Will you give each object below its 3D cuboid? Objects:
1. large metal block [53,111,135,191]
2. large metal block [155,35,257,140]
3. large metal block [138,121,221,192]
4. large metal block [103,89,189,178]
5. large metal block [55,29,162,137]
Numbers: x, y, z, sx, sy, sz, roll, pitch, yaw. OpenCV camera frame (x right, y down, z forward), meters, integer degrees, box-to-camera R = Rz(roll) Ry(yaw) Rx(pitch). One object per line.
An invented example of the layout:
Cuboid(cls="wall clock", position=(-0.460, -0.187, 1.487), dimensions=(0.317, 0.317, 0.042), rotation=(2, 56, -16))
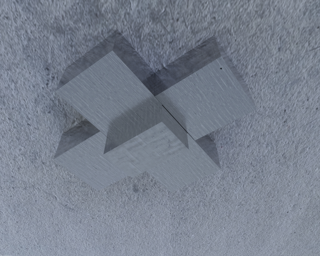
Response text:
Cuboid(cls="large metal block", position=(-0.078, 0.030, 0.416), dimensions=(0.080, 0.050, 0.080), rotation=(-29, 125, 22))
Cuboid(cls="large metal block", position=(0.051, -0.043, 0.355), dimensions=(0.080, 0.050, 0.080), rotation=(-29, 125, 22))
Cuboid(cls="large metal block", position=(0.024, 0.032, 0.419), dimensions=(0.080, 0.050, 0.080), rotation=(-29, 125, 22))
Cuboid(cls="large metal block", position=(-0.016, 0.001, 0.373), dimensions=(0.080, 0.080, 0.050), rotation=(-29, 125, 22))
Cuboid(cls="large metal block", position=(-0.054, -0.048, 0.350), dimensions=(0.080, 0.050, 0.080), rotation=(-29, 125, 22))
